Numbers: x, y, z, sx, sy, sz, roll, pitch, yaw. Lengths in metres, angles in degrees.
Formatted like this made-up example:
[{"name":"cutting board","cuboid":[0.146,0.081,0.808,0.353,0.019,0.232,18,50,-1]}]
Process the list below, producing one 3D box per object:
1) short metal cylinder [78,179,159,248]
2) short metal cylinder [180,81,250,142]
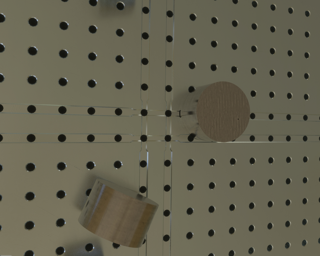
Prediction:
[{"name":"short metal cylinder","cuboid":[-0.048,0.099,0.366,0.080,0.080,0.050,26,82,-18]},{"name":"short metal cylinder","cuboid":[0.075,-0.021,0.427,0.081,0.050,0.079,0,90,-20]}]
